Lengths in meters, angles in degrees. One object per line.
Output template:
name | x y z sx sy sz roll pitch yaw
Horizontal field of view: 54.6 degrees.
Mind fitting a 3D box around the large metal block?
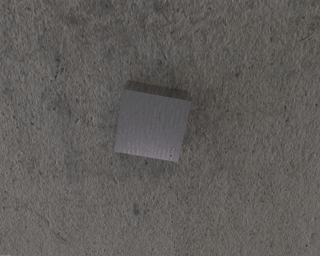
large metal block | -0.010 -0.010 0.393 0.080 0.050 0.079 10 110 -4
